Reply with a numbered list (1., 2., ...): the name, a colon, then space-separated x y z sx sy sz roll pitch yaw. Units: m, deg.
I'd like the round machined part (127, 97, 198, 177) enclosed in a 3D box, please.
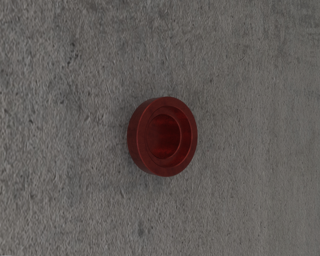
1. round machined part: -0.001 0.011 0.392 0.099 0.042 0.097 0 90 -40
